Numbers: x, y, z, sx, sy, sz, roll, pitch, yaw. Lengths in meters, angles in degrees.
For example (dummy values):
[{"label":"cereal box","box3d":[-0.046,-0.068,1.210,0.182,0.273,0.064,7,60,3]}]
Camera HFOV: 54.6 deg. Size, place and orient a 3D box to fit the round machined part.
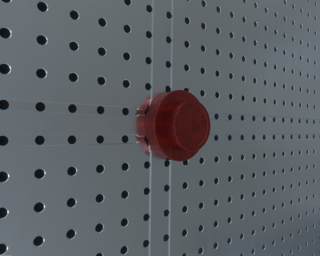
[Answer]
[{"label":"round machined part","box3d":[0.031,-0.003,0.423,0.099,0.042,0.097,0,90,-40]}]
